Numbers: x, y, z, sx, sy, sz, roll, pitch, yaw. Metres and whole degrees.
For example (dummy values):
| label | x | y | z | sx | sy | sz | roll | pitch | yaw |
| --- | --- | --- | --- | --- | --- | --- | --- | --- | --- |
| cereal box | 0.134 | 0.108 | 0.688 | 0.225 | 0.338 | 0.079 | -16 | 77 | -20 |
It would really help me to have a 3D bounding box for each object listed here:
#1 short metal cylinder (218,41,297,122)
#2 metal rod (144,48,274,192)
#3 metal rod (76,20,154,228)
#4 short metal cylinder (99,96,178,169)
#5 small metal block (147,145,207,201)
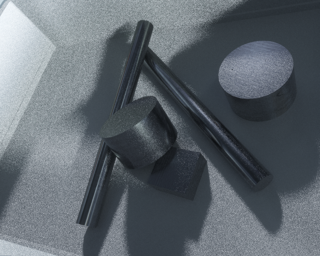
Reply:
| label | x | y | z | sx | sy | sz | roll | pitch | yaw |
| --- | --- | --- | --- | --- | --- | --- | --- | --- | --- |
| short metal cylinder | 0.115 | -0.054 | 0.362 | 0.080 | 0.050 | 0.080 | -13 | 56 | 20 |
| metal rod | 0.035 | -0.037 | 0.408 | 0.025 | 0.025 | 0.300 | -38 | 51 | 2 |
| metal rod | -0.056 | -0.019 | 0.426 | 0.025 | 0.025 | 0.299 | 3 | 69 | 29 |
| short metal cylinder | -0.026 | 0.004 | 0.379 | 0.080 | 0.050 | 0.080 | -27 | 25 | 14 |
| small metal block | 0.021 | 0.051 | 0.362 | 0.050 | 0.025 | 0.050 | 10 | 67 | 32 |
